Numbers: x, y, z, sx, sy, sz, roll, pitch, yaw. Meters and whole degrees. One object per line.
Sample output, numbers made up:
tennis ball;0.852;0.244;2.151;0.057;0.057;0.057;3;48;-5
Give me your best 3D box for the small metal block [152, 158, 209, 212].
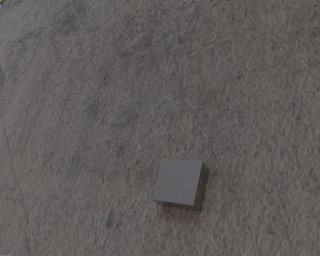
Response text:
small metal block;0.024;0.064;0.353;0.050;0.025;0.050;1;62;29
